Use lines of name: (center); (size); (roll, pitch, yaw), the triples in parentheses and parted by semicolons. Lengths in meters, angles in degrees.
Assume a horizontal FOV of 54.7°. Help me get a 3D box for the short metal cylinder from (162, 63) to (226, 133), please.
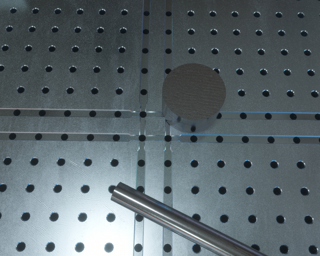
short metal cylinder: (0.043, -0.039, 0.413); (0.081, 0.050, 0.080); (0, 70, 0)

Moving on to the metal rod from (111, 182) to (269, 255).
metal rod: (0.081, 0.140, 0.361); (0.301, 0.025, 0.025); (25, 72, 8)
